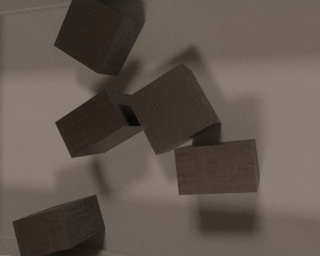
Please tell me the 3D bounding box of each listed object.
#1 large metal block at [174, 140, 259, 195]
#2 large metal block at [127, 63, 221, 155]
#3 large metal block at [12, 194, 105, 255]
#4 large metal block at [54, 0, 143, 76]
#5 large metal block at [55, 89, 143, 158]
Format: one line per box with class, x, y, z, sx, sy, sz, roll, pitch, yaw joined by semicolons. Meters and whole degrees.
large metal block;0.069;0.043;0.357;0.080;0.080;0.050;-7;88;19
large metal block;0.019;-0.022;0.390;0.080;0.050;0.080;-30;80;17
large metal block;-0.137;0.134;0.428;0.080;0.080;0.050;-19;84;19
large metal block;-0.084;-0.127;0.421;0.080;0.050;0.080;33;107;16
large metal block;-0.072;-0.005;0.405;0.080;0.080;0.050;-30;80;17
